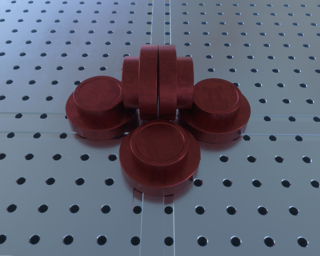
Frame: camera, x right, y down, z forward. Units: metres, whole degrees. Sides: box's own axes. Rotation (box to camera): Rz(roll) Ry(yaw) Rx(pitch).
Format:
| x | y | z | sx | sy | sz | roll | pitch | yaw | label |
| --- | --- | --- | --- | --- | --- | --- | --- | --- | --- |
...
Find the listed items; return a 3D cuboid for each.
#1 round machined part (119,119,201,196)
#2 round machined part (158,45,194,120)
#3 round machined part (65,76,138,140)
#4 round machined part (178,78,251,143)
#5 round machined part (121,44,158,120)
| x | y | z | sx | sy | sz | roll | pitch | yaw | label |
| --- | --- | --- | --- | --- | --- | --- | --- | --- | --- |
| 0.000 | 0.028 | 0.373 | 0.099 | 0.042 | 0.098 | 0 | 50 | 0 | round machined part |
| 0.019 | -0.058 | 0.402 | 0.042 | 0.097 | 0.098 | -1 | 50 | -1 | round machined part |
| -0.080 | -0.034 | 0.424 | 0.099 | 0.042 | 0.098 | 0 | 50 | 0 | round machined part |
| 0.074 | -0.031 | 0.422 | 0.099 | 0.042 | 0.098 | 0 | 50 | 0 | round machined part |
| -0.024 | -0.058 | 0.401 | 0.042 | 0.097 | 0.098 | 1 | 50 | 1 | round machined part |
